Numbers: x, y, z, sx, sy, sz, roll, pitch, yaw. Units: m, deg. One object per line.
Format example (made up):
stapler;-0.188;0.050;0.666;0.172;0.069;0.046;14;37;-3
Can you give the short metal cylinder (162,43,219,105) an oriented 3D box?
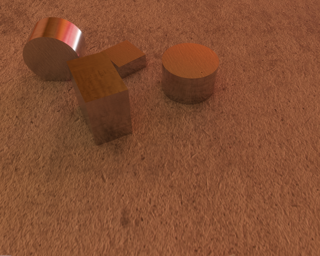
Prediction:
short metal cylinder;0.043;-0.080;0.455;0.081;0.050;0.080;0;50;0

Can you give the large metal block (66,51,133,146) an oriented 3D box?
large metal block;-0.076;-0.038;0.398;0.050;0.080;0.080;-20;53;-16

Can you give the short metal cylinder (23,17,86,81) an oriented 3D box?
short metal cylinder;-0.156;-0.116;0.463;0.081;0.080;0.050;0;50;-1

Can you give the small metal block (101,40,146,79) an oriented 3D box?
small metal block;-0.058;-0.110;0.495;0.050;0.025;0.050;-32;57;-25
